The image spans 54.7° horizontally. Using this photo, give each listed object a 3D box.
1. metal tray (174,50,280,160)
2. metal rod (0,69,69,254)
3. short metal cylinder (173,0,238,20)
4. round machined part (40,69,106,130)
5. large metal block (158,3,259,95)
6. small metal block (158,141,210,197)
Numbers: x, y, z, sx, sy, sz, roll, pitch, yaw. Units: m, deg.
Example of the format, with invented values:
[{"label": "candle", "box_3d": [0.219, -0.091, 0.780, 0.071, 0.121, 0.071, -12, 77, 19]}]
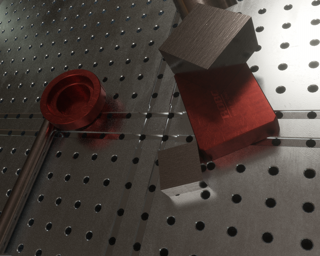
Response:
[{"label": "metal tray", "box_3d": [0.078, -0.035, 0.385, 0.090, 0.030, 0.130, -24, 53, 12]}, {"label": "metal rod", "box_3d": [-0.188, 0.036, 0.482, 0.025, 0.025, 0.300, 1, 62, 28]}, {"label": "short metal cylinder", "box_3d": [0.064, -0.182, 0.443, 0.080, 0.050, 0.080, -26, 11, 6]}, {"label": "round machined part", "box_3d": [-0.130, -0.040, 0.480, 0.098, 0.042, 0.098, -6, 61, 12]}, {"label": "large metal block", "box_3d": [0.060, -0.099, 0.381, 0.080, 0.050, 0.080, 33, 80, 37]}, {"label": "small metal block", "box_3d": [0.027, 0.048, 0.364, 0.050, 0.025, 0.050, -17, 55, 18]}]
